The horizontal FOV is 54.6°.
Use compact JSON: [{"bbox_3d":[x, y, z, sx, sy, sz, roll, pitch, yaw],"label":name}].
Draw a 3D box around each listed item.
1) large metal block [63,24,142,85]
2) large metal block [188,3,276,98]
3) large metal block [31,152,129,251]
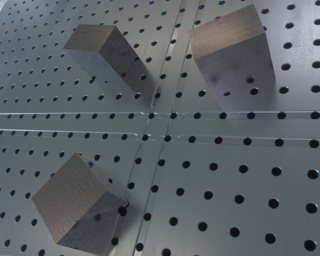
[{"bbox_3d":[-0.090,-0.116,0.493,0.080,0.080,0.050,14,69,34],"label":"large metal block"},{"bbox_3d":[0.089,-0.091,0.382,0.080,0.080,0.050,-18,55,18],"label":"large metal block"},{"bbox_3d":[-0.101,0.091,0.390,0.080,0.050,0.080,-47,51,-5],"label":"large metal block"}]
